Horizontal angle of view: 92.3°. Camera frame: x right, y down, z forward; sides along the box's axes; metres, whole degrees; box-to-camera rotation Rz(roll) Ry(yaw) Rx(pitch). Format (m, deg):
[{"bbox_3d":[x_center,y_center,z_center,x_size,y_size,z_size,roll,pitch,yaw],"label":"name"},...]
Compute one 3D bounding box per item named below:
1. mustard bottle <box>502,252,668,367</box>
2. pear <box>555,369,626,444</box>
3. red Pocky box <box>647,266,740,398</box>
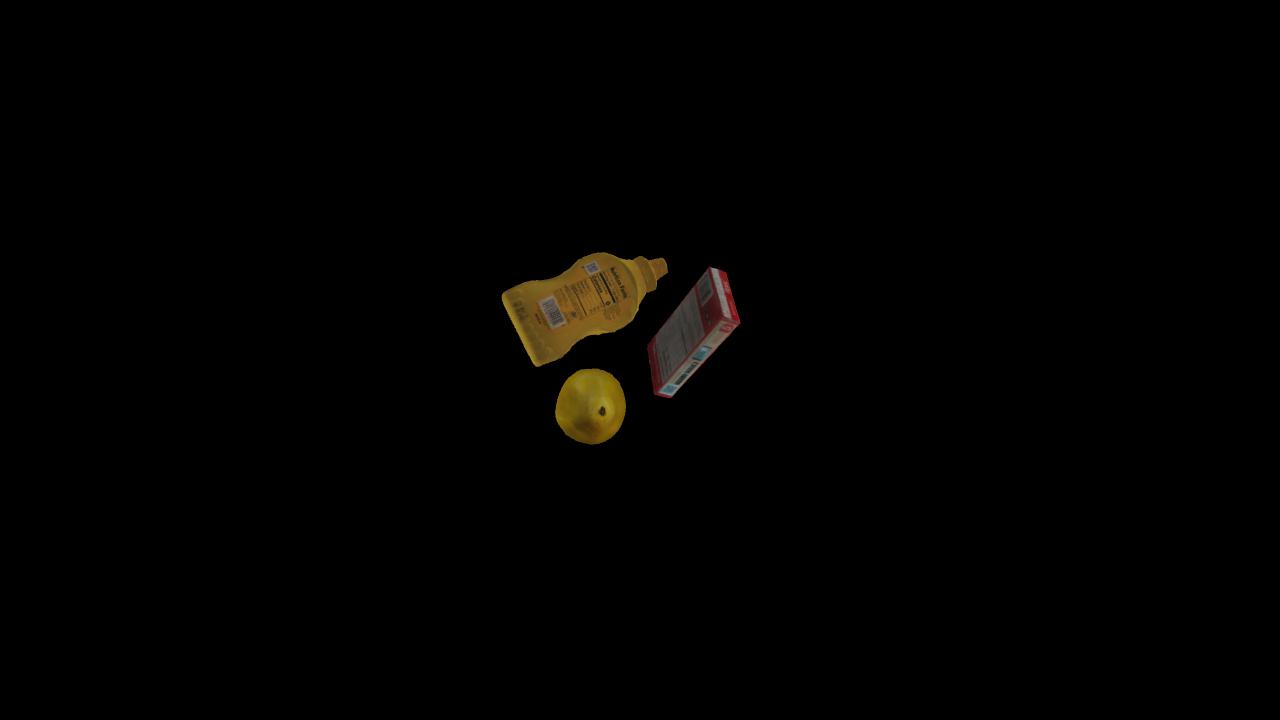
[{"bbox_3d":[-0.051,-0.069,0.680,0.184,0.092,0.054,-26,-7,-12],"label":"mustard bottle"},{"bbox_3d":[-0.045,0.054,0.632,0.080,0.080,0.111,0,12,-15],"label":"pear"},{"bbox_3d":[0.059,-0.030,0.734,0.028,0.083,0.155,13,-42,-26],"label":"red Pocky box"}]
